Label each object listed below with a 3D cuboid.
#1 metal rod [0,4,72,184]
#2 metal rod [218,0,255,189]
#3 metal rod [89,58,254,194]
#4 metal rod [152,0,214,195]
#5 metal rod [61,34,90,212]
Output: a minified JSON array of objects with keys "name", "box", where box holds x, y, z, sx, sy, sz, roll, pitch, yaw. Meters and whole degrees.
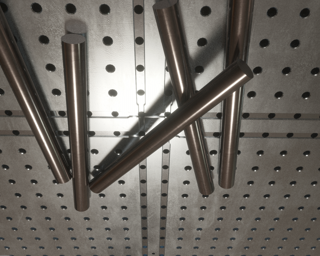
[{"name":"metal rod","box":[-0.161,-0.038,0.377,0.025,0.025,0.298,-5,130,3]},{"name":"metal rod","box":[0.091,-0.027,0.389,0.025,0.025,0.298,-4,130,3]},{"name":"metal rod","box":[-0.007,0.016,0.400,0.025,0.025,0.299,32,130,-24]},{"name":"metal rod","box":[0.040,-0.013,0.401,0.025,0.025,0.299,-11,130,8]},{"name":"metal rod","box":[-0.111,0.018,0.424,0.025,0.025,0.298,5,130,-5]}]
